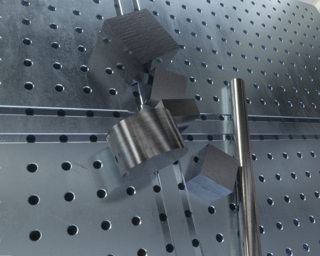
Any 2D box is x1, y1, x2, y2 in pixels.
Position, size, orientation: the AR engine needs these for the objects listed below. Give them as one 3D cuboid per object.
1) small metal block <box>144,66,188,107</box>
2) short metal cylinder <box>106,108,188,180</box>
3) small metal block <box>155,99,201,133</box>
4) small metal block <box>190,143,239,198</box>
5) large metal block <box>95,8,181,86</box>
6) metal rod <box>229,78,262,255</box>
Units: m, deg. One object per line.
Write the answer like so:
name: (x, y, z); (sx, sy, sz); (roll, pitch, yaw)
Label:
small metal block: (0.008, -0.053, 0.440); (0.050, 0.025, 0.050); (16, 69, -20)
short metal cylinder: (-0.015, 0.019, 0.355); (0.081, 0.080, 0.050); (-12, 69, -34)
small metal block: (0.017, -0.015, 0.412); (0.050, 0.050, 0.025); (-4, 64, -31)
small metal block: (0.075, 0.057, 0.416); (0.050, 0.025, 0.050); (31, 52, -9)
large metal block: (-0.032, -0.119, 0.449); (0.081, 0.050, 0.080); (-34, 81, -38)
metal rod: (0.120, 0.048, 0.445); (0.025, 0.025, 0.300); (18, 55, -19)
